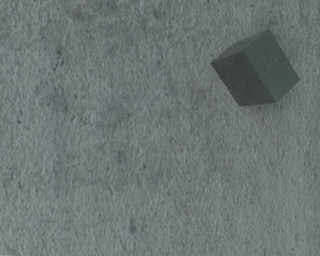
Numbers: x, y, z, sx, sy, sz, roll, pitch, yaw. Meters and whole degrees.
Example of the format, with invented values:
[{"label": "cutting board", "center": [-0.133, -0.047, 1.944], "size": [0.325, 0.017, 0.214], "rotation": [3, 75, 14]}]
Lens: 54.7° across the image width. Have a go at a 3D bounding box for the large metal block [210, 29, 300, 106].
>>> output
[{"label": "large metal block", "center": [0.129, -0.079, 0.429], "size": [0.050, 0.080, 0.080], "rotation": [-41, 103, -16]}]
